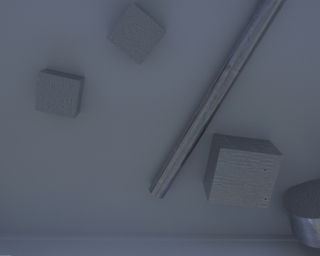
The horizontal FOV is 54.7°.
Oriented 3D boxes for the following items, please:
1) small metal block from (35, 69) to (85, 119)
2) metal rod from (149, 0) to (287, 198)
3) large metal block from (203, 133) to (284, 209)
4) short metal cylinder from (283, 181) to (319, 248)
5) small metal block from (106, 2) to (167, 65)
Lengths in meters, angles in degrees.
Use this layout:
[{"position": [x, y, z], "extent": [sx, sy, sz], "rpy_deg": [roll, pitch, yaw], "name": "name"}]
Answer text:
[{"position": [-0.127, -0.044, 0.393], "extent": [0.050, 0.025, 0.050], "rpy_deg": [12, 110, -5], "name": "small metal block"}, {"position": [0.065, -0.031, 0.400], "extent": [0.025, 0.025, 0.298], "rpy_deg": [26, 108, -10], "name": "metal rod"}, {"position": [0.109, 0.058, 0.421], "extent": [0.081, 0.050, 0.079], "rpy_deg": [7, 110, -3], "name": "large metal block"}, {"position": [0.219, 0.117, 0.429], "extent": [0.080, 0.080, 0.050], "rpy_deg": [-20, 109, 7], "name": "short metal cylinder"}, {"position": [-0.028, -0.112, 0.370], "extent": [0.050, 0.025, 0.050], "rpy_deg": [38, 105, -13], "name": "small metal block"}]
